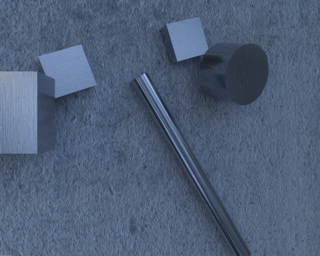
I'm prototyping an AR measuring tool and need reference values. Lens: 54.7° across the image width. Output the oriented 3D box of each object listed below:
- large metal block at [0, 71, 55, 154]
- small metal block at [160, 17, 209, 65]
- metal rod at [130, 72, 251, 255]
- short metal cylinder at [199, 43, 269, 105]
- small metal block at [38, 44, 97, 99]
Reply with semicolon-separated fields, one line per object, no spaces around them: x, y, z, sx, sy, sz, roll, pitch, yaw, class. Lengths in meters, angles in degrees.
-0.159;-0.015;0.324;0.081;0.050;0.079;0;90;0;large metal block
0.034;-0.119;0.422;0.050;0.025;0.050;-20;97;-19;small metal block
0.047;0.060;0.427;0.025;0.025;0.299;-34;101;-17;metal rod
0.101;-0.075;0.422;0.081;0.050;0.079;-11;110;-31;short metal cylinder
-0.110;-0.066;0.369;0.050;0.025;0.050;-22;98;-19;small metal block
